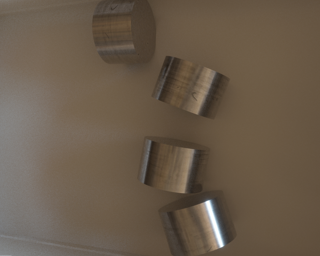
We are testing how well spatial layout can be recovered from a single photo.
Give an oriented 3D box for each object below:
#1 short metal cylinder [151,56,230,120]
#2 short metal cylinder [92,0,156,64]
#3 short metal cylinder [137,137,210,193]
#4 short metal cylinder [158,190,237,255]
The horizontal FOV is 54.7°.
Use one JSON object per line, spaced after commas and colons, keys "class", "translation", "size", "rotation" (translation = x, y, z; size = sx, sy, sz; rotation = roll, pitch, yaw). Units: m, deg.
{"class": "short metal cylinder", "translation": [0.036, -0.047, 0.368], "size": [0.080, 0.080, 0.050], "rotation": [23, 98, 18]}
{"class": "short metal cylinder", "translation": [-0.043, -0.123, 0.395], "size": [0.050, 0.080, 0.079], "rotation": [3, 91, 20]}
{"class": "short metal cylinder", "translation": [0.016, 0.042, 0.375], "size": [0.080, 0.080, 0.050], "rotation": [11, 94, 19]}
{"class": "short metal cylinder", "translation": [0.043, 0.110, 0.365], "size": [0.080, 0.080, 0.050], "rotation": [-19, 84, 19]}
